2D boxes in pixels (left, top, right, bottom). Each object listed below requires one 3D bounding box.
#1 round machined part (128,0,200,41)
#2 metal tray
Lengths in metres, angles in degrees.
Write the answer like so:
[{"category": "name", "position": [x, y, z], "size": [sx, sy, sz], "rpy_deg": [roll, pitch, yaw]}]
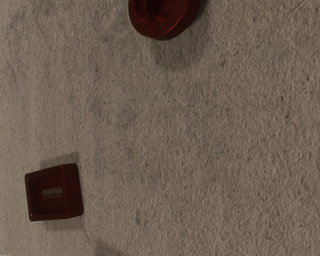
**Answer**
[{"category": "round machined part", "position": [0.010, -0.157, 0.384], "size": [0.098, 0.042, 0.097], "rpy_deg": [0, 90, 39]}, {"category": "metal tray", "position": [-0.194, 0.118, 0.558], "size": [0.130, 0.030, 0.090], "rpy_deg": [-17, 80, 38]}]
